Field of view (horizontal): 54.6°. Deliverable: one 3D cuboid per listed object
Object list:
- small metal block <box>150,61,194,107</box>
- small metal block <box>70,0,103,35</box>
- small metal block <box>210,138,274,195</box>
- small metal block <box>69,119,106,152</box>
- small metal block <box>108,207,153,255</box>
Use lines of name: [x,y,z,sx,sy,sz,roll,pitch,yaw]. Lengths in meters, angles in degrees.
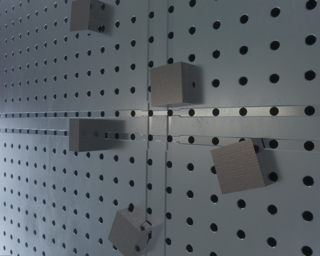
small metal block: [0.015,-0.054,0.398,0.050,0.025,0.050,-4,88,40]
small metal block: [-0.122,-0.183,0.512,0.050,0.025,0.050,10,96,39]
small metal block: [0.089,0.042,0.337,0.050,0.025,0.050,-22,76,38]
small metal block: [-0.114,0.011,0.489,0.025,0.050,0.050,2,92,40]
small metal block: [-0.044,0.152,0.447,0.050,0.025,0.050,31,109,36]
